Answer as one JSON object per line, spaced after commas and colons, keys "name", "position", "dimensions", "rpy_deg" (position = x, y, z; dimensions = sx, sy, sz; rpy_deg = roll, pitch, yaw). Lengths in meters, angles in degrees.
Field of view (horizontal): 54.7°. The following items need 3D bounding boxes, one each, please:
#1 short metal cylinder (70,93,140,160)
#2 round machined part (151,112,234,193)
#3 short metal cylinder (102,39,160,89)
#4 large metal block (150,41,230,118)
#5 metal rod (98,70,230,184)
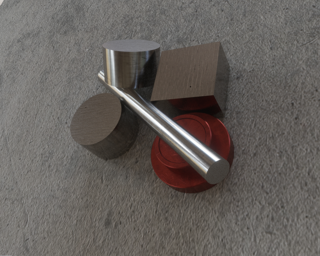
{"name": "short metal cylinder", "position": [-0.076, -0.002, 0.431], "dimensions": [0.080, 0.050, 0.080], "rpy_deg": [-13, 56, 21]}
{"name": "round machined part", "position": [0.033, 0.023, 0.362], "dimensions": [0.098, 0.042, 0.098], "rpy_deg": [-13, 56, 21]}
{"name": "short metal cylinder", "position": [-0.040, -0.094, 0.444], "dimensions": [0.081, 0.050, 0.080], "rpy_deg": [1, 27, 0]}
{"name": "large metal block", "position": [0.042, -0.058, 0.401], "dimensions": [0.080, 0.050, 0.080], "rpy_deg": [-3, 60, 26]}
{"name": "metal rod", "position": [-0.019, -0.023, 0.386], "dimensions": [0.025, 0.025, 0.300], "rpy_deg": [-45, 38, -3]}
